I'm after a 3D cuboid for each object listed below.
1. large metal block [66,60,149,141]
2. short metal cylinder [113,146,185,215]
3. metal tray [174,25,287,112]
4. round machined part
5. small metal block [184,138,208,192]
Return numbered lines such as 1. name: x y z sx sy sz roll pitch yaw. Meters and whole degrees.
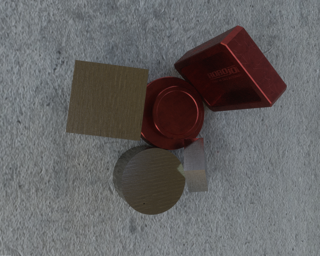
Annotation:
1. large metal block: -0.058 -0.029 0.363 0.081 0.050 0.080 7 88 -3
2. short metal cylinder: -0.015 0.064 0.393 0.081 0.050 0.079 0 90 -21
3. metal tray: 0.079 -0.065 0.384 0.030 0.130 0.090 -46 105 -14
4. round machined part: 0.016 -0.020 0.409 0.099 0.042 0.097 0 90 -21
5. small metal block: 0.047 0.049 0.404 0.025 0.050 0.050 -5 137 10
